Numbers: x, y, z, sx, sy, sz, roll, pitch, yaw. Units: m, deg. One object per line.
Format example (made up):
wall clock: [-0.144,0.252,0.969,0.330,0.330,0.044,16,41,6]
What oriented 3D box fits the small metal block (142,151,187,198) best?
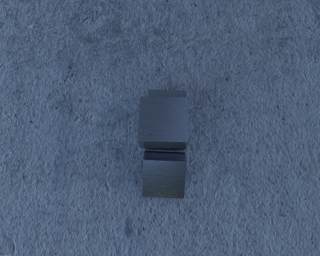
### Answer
small metal block: [0.005,0.056,0.375,0.050,0.025,0.050,2,111,0]

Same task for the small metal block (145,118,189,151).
small metal block: [0.006,0.008,0.366,0.050,0.050,0.025,2,70,0]

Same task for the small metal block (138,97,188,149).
small metal block: [0.004,-0.005,0.332,0.050,0.025,0.050,1,70,0]

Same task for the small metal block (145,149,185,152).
small metal block: [0.006,0.020,0.403,0.050,0.025,0.050,2,70,0]

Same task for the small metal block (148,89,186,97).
small metal block: [0.009,-0.027,0.407,0.050,0.025,0.050,2,34,1]
